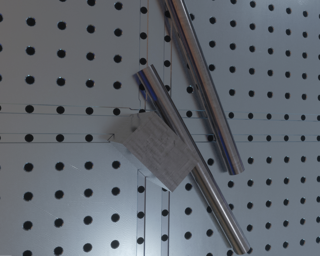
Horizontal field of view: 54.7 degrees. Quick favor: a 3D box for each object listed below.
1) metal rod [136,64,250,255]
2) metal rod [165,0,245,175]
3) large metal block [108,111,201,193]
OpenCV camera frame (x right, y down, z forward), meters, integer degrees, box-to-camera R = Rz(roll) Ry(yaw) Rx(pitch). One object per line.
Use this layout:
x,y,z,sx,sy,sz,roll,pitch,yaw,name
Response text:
0.051,0.051,0.432,0.025,0.025,0.299,-32,101,-17,metal rod
0.059,-0.074,0.435,0.025,0.025,0.298,-24,98,-19,metal rod
-0.010,0.027,0.381,0.080,0.080,0.050,46,76,-15,large metal block
